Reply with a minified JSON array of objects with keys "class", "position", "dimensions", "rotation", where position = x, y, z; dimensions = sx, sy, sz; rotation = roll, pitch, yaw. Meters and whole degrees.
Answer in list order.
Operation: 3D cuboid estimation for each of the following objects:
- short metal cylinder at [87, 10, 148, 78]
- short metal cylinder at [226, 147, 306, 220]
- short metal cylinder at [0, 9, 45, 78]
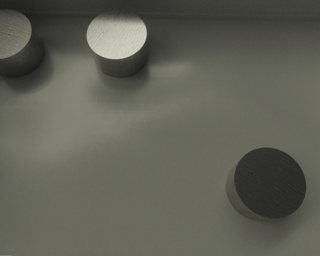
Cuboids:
[{"class":"short metal cylinder","position":[-0.058,-0.118,0.439],"dimensions":[0.081,0.050,0.080],"rotation":[0,70,0]},{"class":"short metal cylinder","position":[0.124,0.069,0.372],"dimensions":[0.081,0.050,0.080],"rotation":[0,70,0]},{"class":"short metal cylinder","position":[-0.213,-0.118,0.438],"dimensions":[0.081,0.050,0.080],"rotation":[0,70,0]}]
